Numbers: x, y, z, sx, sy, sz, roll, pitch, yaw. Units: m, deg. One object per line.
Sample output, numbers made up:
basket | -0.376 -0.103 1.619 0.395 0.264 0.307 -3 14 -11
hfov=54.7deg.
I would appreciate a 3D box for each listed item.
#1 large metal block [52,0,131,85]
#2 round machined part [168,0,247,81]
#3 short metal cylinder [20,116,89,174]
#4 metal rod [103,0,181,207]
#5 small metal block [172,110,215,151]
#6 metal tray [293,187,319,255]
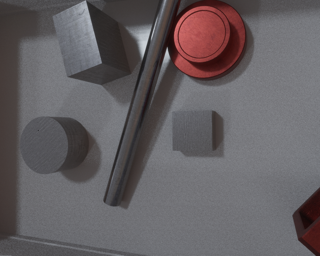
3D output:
large metal block | -0.087 -0.108 0.411 0.050 0.080 0.080 -17 85 19
round machined part | 0.055 -0.110 0.382 0.098 0.042 0.097 0 90 19
short metal cylinder | -0.152 0.024 0.449 0.080 0.050 0.079 0 90 19
metal rod | -0.024 -0.035 0.399 0.025 0.025 0.298 22 104 18
small metal block | 0.044 0.004 0.395 0.050 0.025 0.050 -1 90 19
metal tray | 0.192 0.064 0.308 0.030 0.090 0.130 42 103 15
